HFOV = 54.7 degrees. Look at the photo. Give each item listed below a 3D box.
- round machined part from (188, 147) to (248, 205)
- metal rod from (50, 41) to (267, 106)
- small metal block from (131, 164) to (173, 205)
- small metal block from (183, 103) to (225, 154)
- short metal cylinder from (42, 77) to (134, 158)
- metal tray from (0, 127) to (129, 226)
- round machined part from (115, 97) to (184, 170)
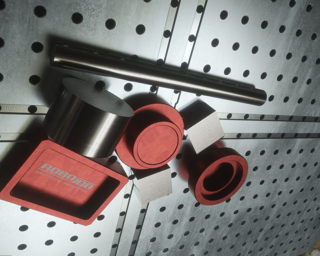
[{"bbox_3d":[0.087,0.071,0.492,0.099,0.042,0.097,-14,124,-21],"label":"round machined part"},{"bbox_3d":[0.022,-0.060,0.385,0.302,0.025,0.025,6,115,-31],"label":"metal rod"},{"bbox_3d":[-0.011,0.078,0.454,0.050,0.025,0.050,-18,126,-18],"label":"small metal block"},{"bbox_3d":[0.060,0.001,0.445,0.050,0.025,0.050,-33,129,-7],"label":"small metal block"},{"bbox_3d":[-0.075,-0.012,0.327,0.080,0.080,0.050,19,108,-36],"label":"short metal cylinder"},{"bbox_3d":[-0.115,0.065,0.384,0.090,0.030,0.130,-49,129,7],"label":"metal tray"},{"bbox_3d":[-0.011,0.013,0.401,0.099,0.042,0.097,-13,121,-22],"label":"round machined part"}]
